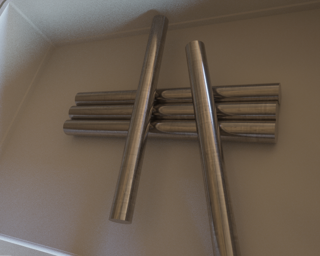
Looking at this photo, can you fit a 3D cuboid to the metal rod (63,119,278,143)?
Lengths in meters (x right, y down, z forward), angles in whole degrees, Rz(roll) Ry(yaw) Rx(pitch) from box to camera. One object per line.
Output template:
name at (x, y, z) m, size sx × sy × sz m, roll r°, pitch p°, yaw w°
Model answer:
metal rod at (-0.007, 0.002, 0.405) m, size 0.300 × 0.025 × 0.025 m, roll 1°, pitch 62°, yaw 28°

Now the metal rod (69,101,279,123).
metal rod at (-0.002, -0.020, 0.416) m, size 0.300 × 0.025 × 0.025 m, roll 1°, pitch 62°, yaw 28°

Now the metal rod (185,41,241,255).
metal rod at (0.055, 0.031, 0.329) m, size 0.025 × 0.025 × 0.299 m, roll -15°, pitch 62°, yaw 20°

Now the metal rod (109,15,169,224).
metal rod at (-0.021, -0.031, 0.400) m, size 0.025 × 0.025 × 0.299 m, roll -5°, pitch 59°, yaw 25°

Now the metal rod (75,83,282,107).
metal rod at (0.005, -0.042, 0.426) m, size 0.300 × 0.025 × 0.025 m, roll 1°, pitch 62°, yaw 28°
